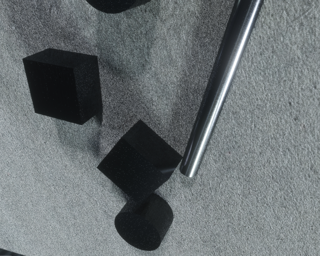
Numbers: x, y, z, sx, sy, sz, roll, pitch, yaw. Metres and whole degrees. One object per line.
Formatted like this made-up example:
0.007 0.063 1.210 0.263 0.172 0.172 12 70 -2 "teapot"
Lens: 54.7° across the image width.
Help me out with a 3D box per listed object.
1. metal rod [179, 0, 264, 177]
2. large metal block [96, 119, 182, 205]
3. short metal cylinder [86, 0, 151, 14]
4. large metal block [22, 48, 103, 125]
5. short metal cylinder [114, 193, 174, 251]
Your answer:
0.068 -0.059 0.334 0.025 0.025 0.298 24 127 13 "metal rod"
-0.029 0.049 0.436 0.080 0.050 0.080 42 129 -1 "large metal block"
-0.041 -0.162 0.312 0.080 0.050 0.079 13 124 21 "short metal cylinder"
-0.130 -0.058 0.423 0.080 0.050 0.079 14 124 20 "large metal block"
-0.025 0.148 0.495 0.080 0.050 0.079 13 124 21 "short metal cylinder"
